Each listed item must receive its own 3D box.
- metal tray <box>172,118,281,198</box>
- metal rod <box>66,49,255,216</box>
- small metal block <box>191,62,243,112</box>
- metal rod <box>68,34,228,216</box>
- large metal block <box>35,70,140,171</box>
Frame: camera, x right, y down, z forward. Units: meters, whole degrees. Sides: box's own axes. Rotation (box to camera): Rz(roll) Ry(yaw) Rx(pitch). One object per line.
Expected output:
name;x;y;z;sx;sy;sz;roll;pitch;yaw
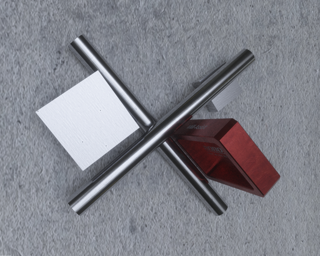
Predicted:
metal tray;0.073;0.032;0.382;0.030;0.130;0.090;-44;104;-14
metal rod;0.012;-0.005;0.389;0.301;0.025;0.025;-41;103;-16
small metal block;0.082;-0.058;0.442;0.050;0.025;0.050;-37;102;-16
metal rod;-0.007;0.006;0.409;0.025;0.025;0.300;-44;104;-15
large metal block;-0.085;-0.009;0.365;0.080;0.050;0.080;-39;103;-16
